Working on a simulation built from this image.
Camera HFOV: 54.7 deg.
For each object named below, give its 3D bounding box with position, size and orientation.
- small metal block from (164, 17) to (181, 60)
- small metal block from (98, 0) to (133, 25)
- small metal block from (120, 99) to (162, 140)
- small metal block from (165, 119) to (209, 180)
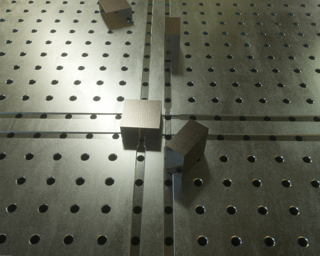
[{"bbox_3d":[0.020,-0.149,0.517,0.025,0.050,0.050,2,50,1],"label":"small metal block"},{"bbox_3d":[-0.086,-0.228,0.598,0.050,0.025,0.050,-18,53,-15],"label":"small metal block"},{"bbox_3d":[-0.024,-0.012,0.417,0.050,0.025,0.050,3,50,2],"label":"small metal block"},{"bbox_3d":[0.032,0.026,0.370,0.025,0.050,0.050,31,56,23],"label":"small metal block"}]
